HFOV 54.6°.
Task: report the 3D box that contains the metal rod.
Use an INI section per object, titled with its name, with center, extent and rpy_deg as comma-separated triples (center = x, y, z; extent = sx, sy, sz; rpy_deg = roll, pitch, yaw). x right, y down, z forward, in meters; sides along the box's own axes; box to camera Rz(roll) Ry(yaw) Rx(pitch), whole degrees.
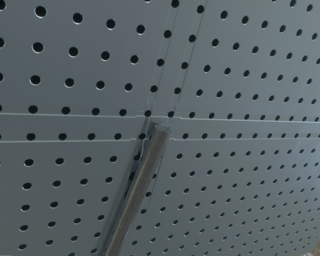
[metal rod]
center = -0.049, 0.131, 0.464
extent = 0.025, 0.025, 0.298
rpy_deg = 9, 114, -32
